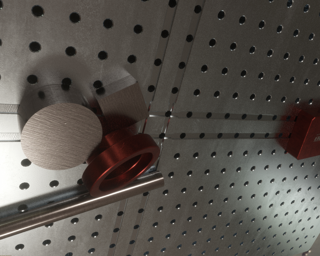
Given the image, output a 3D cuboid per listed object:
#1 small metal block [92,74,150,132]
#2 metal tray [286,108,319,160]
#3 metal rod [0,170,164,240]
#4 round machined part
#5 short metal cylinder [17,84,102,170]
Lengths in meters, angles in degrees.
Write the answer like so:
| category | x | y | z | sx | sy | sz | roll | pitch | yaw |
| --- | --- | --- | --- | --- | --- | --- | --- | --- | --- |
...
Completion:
| category | x | y | z | sx | sy | sz | roll | pitch | yaw |
| --- | --- | --- | --- | --- | --- | --- | --- | --- | --- |
| small metal block | -0.046 | -0.028 | 0.370 | 0.050 | 0.025 | 0.050 | -27 | 128 | -12 |
| metal tray | 0.307 | 0.006 | 0.583 | 0.131 | 0.030 | 0.089 | -8 | 122 | -25 |
| metal rod | -0.136 | 0.109 | 0.405 | 0.302 | 0.025 | 0.025 | -14 | 125 | -21 |
| round machined part | -0.052 | 0.038 | 0.379 | 0.098 | 0.042 | 0.098 | -32 | 159 | -14 |
| short metal cylinder | -0.109 | -0.001 | 0.335 | 0.081 | 0.050 | 0.079 | -14 | 124 | -21 |
